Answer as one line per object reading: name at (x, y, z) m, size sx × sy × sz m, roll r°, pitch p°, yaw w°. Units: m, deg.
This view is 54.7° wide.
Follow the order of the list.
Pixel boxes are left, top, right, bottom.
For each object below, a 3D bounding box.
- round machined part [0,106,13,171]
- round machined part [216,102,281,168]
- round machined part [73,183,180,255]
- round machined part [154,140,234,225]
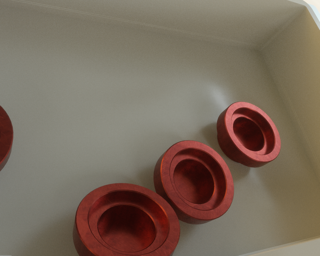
round machined part at (-0.190, 0.014, 0.284) m, size 0.099 × 0.042 × 0.098 m, roll 14°, pitch 56°, yaw -21°
round machined part at (0.124, 0.013, 0.456) m, size 0.099 × 0.042 × 0.098 m, roll 14°, pitch 56°, yaw -21°
round machined part at (-0.033, 0.102, 0.299) m, size 0.099 × 0.042 × 0.098 m, roll 13°, pitch 30°, yaw -7°
round machined part at (0.037, 0.068, 0.375) m, size 0.099 × 0.042 × 0.098 m, roll 14°, pitch 56°, yaw -21°
